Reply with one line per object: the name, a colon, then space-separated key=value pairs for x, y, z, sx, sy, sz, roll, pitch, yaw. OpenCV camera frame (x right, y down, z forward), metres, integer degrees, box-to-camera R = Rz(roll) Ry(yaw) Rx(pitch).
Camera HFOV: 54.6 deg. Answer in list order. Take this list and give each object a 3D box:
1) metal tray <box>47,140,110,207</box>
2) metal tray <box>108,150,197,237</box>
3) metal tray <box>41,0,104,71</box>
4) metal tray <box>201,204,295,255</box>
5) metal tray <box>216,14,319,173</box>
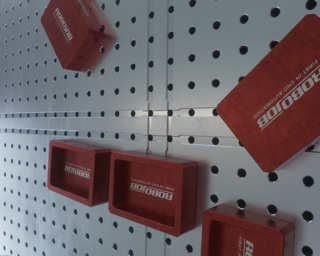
metal tray: x=-0.141 y=0.071 z=0.523 sx=0.130 sy=0.030 sz=0.089 roll=7 pitch=95 yaw=39
metal tray: x=-0.014 y=0.082 z=0.418 sx=0.130 sy=0.030 sz=0.090 roll=5 pitch=93 yaw=40
metal tray: x=-0.155 y=-0.175 z=0.536 sx=0.090 sy=0.030 sz=0.130 roll=-44 pitch=64 yaw=31
metal tray: x=0.089 y=0.158 z=0.333 sx=0.090 sy=0.030 sz=0.129 roll=5 pitch=93 yaw=40
metal tray: x=0.128 y=-0.029 z=0.301 sx=0.129 sy=0.030 sz=0.090 roll=-48 pitch=62 yaw=29
